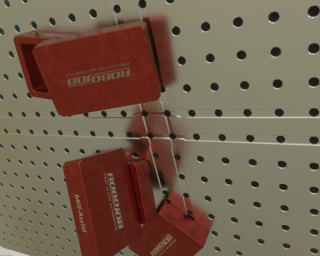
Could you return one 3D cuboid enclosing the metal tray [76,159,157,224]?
[{"bbox_3d":[-0.073,0.101,0.490,0.130,0.030,0.090,-9,92,32],"label":"metal tray"}]

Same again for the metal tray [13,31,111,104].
[{"bbox_3d":[-0.132,-0.082,0.427,0.130,0.030,0.089,10,123,23],"label":"metal tray"}]

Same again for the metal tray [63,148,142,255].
[{"bbox_3d":[-0.074,0.099,0.417,0.030,0.091,0.129,-12,91,32],"label":"metal tray"}]

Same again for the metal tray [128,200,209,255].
[{"bbox_3d":[0.010,0.188,0.520,0.090,0.030,0.129,35,129,5],"label":"metal tray"}]

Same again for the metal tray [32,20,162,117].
[{"bbox_3d":[-0.071,-0.069,0.371,0.130,0.030,0.090,-9,119,8],"label":"metal tray"}]
